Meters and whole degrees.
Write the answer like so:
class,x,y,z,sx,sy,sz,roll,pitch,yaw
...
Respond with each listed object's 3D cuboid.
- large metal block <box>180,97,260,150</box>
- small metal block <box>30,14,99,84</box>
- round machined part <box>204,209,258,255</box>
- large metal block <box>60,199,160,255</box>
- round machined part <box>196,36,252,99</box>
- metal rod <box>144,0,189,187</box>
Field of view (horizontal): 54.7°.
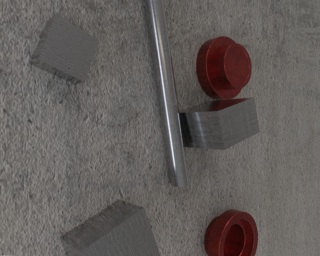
class,x,y,z,sx,sy,sz,roll,pitch,yaw
large metal block,0.079,-0.008,0.435,0.081,0.080,0.050,-20,103,-38
small metal block,-0.098,-0.080,0.322,0.050,0.025,0.050,25,74,-37
round machined part,0.107,0.176,0.484,0.099,0.042,0.097,0,90,-40
large metal block,-0.051,0.139,0.346,0.081,0.050,0.080,-28,108,-37
round machined part,0.105,-0.094,0.482,0.099,0.042,0.097,0,90,-40
metal rod,0.006,-0.070,0.409,0.025,0.025,0.298,-14,99,-39
